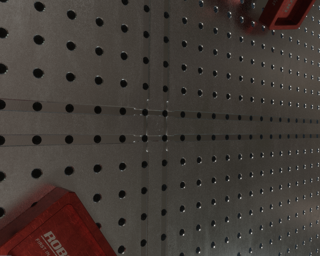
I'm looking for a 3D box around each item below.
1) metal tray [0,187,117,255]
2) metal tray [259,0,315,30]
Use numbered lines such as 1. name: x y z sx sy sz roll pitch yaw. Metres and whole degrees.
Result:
1. metal tray: -0.100 0.140 0.323 0.091 0.030 0.129 -40 115 -33
2. metal tray: 0.244 -0.241 0.552 0.091 0.030 0.129 -12 141 -30
